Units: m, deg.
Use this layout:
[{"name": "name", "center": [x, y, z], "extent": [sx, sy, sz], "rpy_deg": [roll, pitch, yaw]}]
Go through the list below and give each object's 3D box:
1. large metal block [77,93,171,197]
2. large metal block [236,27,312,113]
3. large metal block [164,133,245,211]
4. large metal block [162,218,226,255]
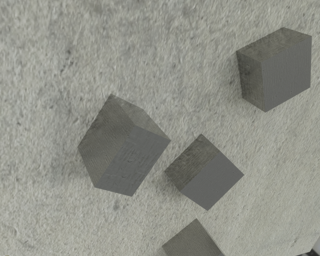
[{"name": "large metal block", "center": [-0.045, 0.019, 0.359], "extent": [0.050, 0.080, 0.080], "rpy_deg": [25, 105, -37]}, {"name": "large metal block", "center": [0.159, -0.081, 0.430], "extent": [0.080, 0.050, 0.080], "rpy_deg": [-28, 128, -11]}, {"name": "large metal block", "center": [0.068, 0.069, 0.473], "extent": [0.080, 0.050, 0.080], "rpy_deg": [-46, 130, 3]}, {"name": "large metal block", "center": [0.063, 0.223, 0.547], "extent": [0.080, 0.080, 0.050], "rpy_deg": [-38, 130, -3]}]
